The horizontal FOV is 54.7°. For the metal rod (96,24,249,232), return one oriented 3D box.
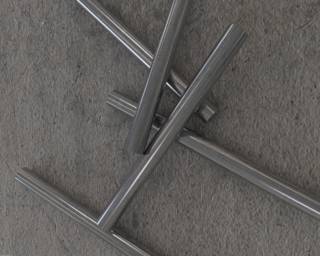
[{"bbox_3d":[0.006,0.012,0.379,0.025,0.025,0.299,39,106,16],"label":"metal rod"}]

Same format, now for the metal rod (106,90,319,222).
[{"bbox_3d":[0.060,0.026,0.387,0.301,0.025,0.025,28,99,17],"label":"metal rod"}]

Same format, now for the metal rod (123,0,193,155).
[{"bbox_3d":[0.013,-0.113,0.382,0.025,0.025,0.299,17,88,19],"label":"metal rod"}]

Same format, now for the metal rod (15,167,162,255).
[{"bbox_3d":[-0.089,0.138,0.440,0.301,0.025,0.025,27,99,17],"label":"metal rod"}]

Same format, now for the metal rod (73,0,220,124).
[{"bbox_3d":[-0.038,-0.116,0.422,0.300,0.025,0.025,45,104,14],"label":"metal rod"}]
